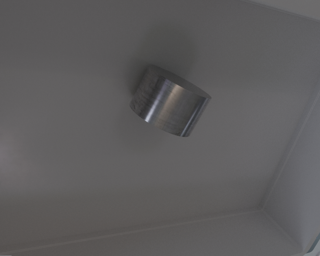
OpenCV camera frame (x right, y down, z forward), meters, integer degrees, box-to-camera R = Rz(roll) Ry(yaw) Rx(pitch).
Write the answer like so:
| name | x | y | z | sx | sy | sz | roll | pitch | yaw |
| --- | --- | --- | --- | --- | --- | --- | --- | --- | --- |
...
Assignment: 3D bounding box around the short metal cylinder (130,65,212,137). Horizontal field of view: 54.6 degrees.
| name | x | y | z | sx | sy | sz | roll | pitch | yaw |
| --- | --- | --- | --- | --- | --- | --- | --- | --- | --- |
| short metal cylinder | 0.012 | -0.032 | 0.359 | 0.080 | 0.080 | 0.050 | 17 | 110 | -35 |
